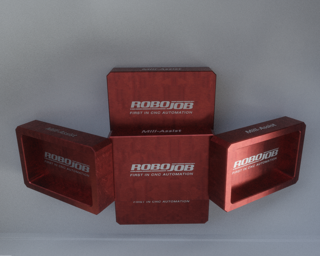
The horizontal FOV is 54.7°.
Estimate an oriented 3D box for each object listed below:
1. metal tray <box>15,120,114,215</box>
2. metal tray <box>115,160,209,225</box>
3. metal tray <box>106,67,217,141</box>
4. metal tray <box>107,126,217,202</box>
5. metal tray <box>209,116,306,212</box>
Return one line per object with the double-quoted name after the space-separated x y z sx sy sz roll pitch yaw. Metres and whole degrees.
-0.120 0.046 0.390 0.130 0.030 0.089 12 114 26 "metal tray"
0.003 0.090 0.439 0.131 0.030 0.089 -1 110 -1 "metal tray"
0.002 -0.030 0.395 0.131 0.030 0.089 -1 110 -1 "metal tray"
0.003 0.046 0.392 0.131 0.030 0.089 -1 110 0 "metal tray"
0.123 0.042 0.390 0.131 0.030 0.089 -13 113 -27 "metal tray"
